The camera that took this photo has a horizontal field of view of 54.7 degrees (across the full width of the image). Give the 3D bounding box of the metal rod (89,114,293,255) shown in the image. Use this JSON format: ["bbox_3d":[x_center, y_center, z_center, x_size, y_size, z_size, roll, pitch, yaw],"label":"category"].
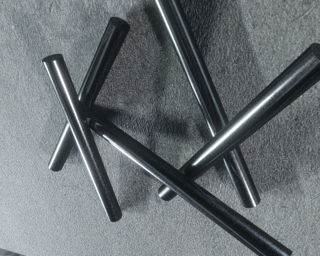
[{"bbox_3d":[0.019,0.065,0.388,0.300,0.025,0.025,33,130,25],"label":"metal rod"}]

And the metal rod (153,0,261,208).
[{"bbox_3d":[0.056,-0.032,0.357,0.025,0.025,0.299,-14,112,34],"label":"metal rod"}]

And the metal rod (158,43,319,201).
[{"bbox_3d":[0.067,0.021,0.349,0.025,0.025,0.298,39,140,2],"label":"metal rod"}]

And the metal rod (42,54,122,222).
[{"bbox_3d":[-0.105,0.035,0.461,0.025,0.025,0.298,6,128,25],"label":"metal rod"}]

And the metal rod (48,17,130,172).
[{"bbox_3d":[-0.115,-0.027,0.450,0.025,0.025,0.298,38,129,2],"label":"metal rod"}]
